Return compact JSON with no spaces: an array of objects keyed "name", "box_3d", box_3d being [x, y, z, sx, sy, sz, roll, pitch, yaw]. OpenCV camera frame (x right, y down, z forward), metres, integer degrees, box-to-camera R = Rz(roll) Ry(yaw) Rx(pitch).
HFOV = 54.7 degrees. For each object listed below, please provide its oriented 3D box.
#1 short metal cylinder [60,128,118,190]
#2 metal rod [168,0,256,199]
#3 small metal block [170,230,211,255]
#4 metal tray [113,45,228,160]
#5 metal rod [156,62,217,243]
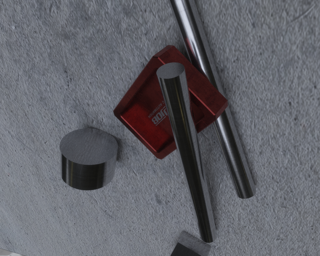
[{"name":"short metal cylinder","box_3d":[-0.104,0.044,0.454,0.080,0.080,0.050,23,127,14]},{"name":"metal rod","box_3d":[0.057,-0.046,0.348,0.025,0.025,0.299,-10,114,32]},{"name":"small metal block","box_3d":[0.049,0.203,0.507,0.050,0.025,0.050,27,128,11]},{"name":"metal tray","box_3d":[0.005,-0.023,0.365,0.090,0.030,0.129,45,143,-2]},{"name":"metal rod","box_3d":[0.041,0.056,0.370,0.025,0.025,0.299,7,137,24]}]
